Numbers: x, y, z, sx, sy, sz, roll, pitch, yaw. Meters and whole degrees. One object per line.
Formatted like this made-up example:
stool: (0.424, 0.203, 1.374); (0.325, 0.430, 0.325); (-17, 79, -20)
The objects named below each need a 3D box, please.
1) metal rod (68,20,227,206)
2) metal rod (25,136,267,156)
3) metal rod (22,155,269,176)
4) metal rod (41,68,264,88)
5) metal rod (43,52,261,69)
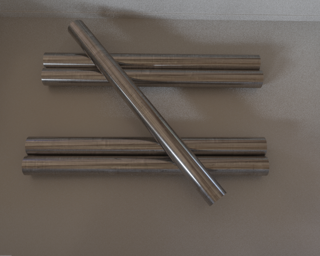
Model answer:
metal rod: (-0.026, -0.030, 0.393); (0.025, 0.025, 0.300); (-36, 74, -12)
metal rod: (-0.017, 0.024, 0.399); (0.302, 0.025, 0.025); (0, 70, 0)
metal rod: (-0.017, 0.047, 0.390); (0.302, 0.025, 0.025); (0, 70, 0)
metal rod: (-0.010, -0.070, 0.433); (0.302, 0.025, 0.025); (1, 70, 0)
metal rod: (-0.011, -0.093, 0.441); (0.302, 0.025, 0.025); (1, 70, 0)
